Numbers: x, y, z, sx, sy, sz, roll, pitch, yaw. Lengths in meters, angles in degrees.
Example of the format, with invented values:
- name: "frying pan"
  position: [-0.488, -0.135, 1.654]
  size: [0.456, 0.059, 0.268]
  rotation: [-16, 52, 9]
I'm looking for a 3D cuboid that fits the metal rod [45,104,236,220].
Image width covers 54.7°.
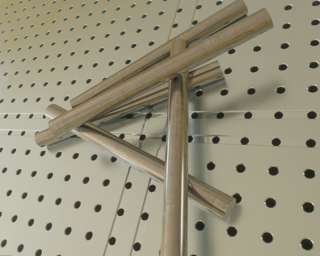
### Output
- name: "metal rod"
  position: [-0.046, 0.029, 0.394]
  size: [0.300, 0.025, 0.025]
  rotation: [25, 75, 30]

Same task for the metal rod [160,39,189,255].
- name: "metal rod"
  position: [0.020, 0.012, 0.351]
  size: [0.025, 0.025, 0.300]
  rotation: [-11, 55, 22]

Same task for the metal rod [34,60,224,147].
- name: "metal rod"
  position: [-0.055, -0.030, 0.453]
  size: [0.301, 0.025, 0.025]
  rotation: [-20, 54, 16]

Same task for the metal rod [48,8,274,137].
- name: "metal rod"
  position: [-0.010, -0.061, 0.383]
  size: [0.300, 0.025, 0.025]
  rotation: [-25, 53, 14]

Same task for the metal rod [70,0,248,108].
- name: "metal rod"
  position: [-0.007, -0.106, 0.475]
  size: [0.301, 0.025, 0.025]
  rotation: [-29, 52, 9]
